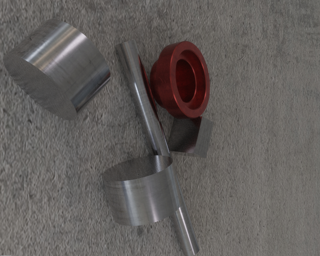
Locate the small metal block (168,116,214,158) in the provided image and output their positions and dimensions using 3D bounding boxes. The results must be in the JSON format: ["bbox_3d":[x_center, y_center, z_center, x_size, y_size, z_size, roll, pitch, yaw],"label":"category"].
[{"bbox_3d":[0.041,0.012,0.422,0.025,0.050,0.050,24,75,-40],"label":"small metal block"}]

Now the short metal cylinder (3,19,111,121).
[{"bbox_3d":[-0.094,-0.052,0.290,0.080,0.080,0.050,50,60,-28],"label":"short metal cylinder"}]

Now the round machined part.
[{"bbox_3d":[0.024,-0.060,0.404,0.099,0.042,0.097,6,82,-54],"label":"round machined part"}]

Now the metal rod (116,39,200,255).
[{"bbox_3d":[0.002,0.036,0.406,0.025,0.025,0.298,-28,108,-37],"label":"metal rod"}]

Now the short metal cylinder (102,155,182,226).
[{"bbox_3d":[-0.020,0.068,0.352,0.081,0.080,0.050,-20,103,-38],"label":"short metal cylinder"}]
